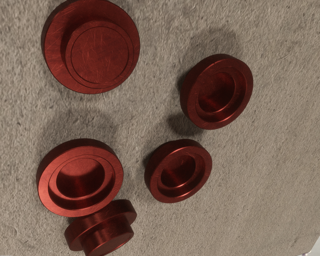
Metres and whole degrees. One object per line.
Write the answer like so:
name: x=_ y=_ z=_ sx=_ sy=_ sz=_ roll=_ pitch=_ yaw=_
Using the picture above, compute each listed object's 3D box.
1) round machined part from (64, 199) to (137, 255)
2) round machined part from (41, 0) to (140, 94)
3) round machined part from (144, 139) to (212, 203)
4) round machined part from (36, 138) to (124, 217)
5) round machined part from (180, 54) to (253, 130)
round machined part: x=-0.075 y=0.142 z=0.421 sx=0.099 sy=0.042 sz=0.098 roll=-25 pitch=152 yaw=-14
round machined part: x=-0.065 y=-0.079 z=0.312 sx=0.099 sy=0.042 sz=0.097 roll=-14 pitch=125 yaw=-21
round machined part: x=0.022 y=0.057 z=0.445 sx=0.099 sy=0.042 sz=0.097 roll=-14 pitch=125 yaw=-21
round machined part: x=-0.097 y=0.055 z=0.375 sx=0.099 sy=0.042 sz=0.097 roll=-12 pitch=120 yaw=-22
round machined part: x=0.069 y=-0.050 z=0.405 sx=0.099 sy=0.042 sz=0.097 roll=-14 pitch=125 yaw=-21
